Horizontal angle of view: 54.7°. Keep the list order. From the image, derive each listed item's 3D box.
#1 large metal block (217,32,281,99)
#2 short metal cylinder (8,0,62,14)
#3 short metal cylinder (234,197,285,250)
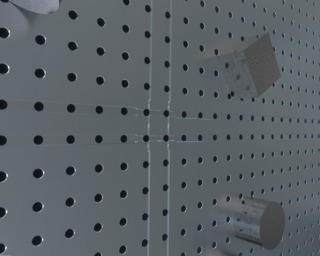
[{"bbox_3d":[0.152,-0.104,0.521,0.080,0.050,0.080,-38,113,-34],"label":"large metal block"},{"bbox_3d":[-0.118,-0.149,0.274,0.080,0.080,0.050,32,71,-36],"label":"short metal cylinder"},{"bbox_3d":[0.174,0.164,0.540,0.081,0.050,0.079,0,90,-40],"label":"short metal cylinder"}]
